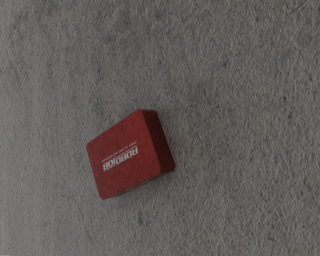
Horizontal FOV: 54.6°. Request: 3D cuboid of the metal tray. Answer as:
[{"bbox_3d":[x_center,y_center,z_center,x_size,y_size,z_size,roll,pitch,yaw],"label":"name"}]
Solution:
[{"bbox_3d":[-0.047,0.040,0.442,0.130,0.030,0.090,-30,71,36],"label":"metal tray"}]
